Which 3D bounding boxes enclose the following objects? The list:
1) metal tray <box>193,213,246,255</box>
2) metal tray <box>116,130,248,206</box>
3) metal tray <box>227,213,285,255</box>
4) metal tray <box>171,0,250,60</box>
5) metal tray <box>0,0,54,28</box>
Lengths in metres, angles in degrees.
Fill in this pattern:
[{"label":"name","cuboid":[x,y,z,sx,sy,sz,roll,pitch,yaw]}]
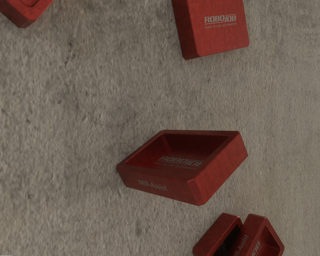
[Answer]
[{"label":"metal tray","cuboid":[0.111,0.215,0.497,0.091,0.030,0.129,-37,113,-34]},{"label":"metal tray","cuboid":[0.021,0.038,0.356,0.091,0.130,0.030,-38,114,-34]},{"label":"metal tray","cuboid":[0.143,0.213,0.485,0.130,0.030,0.090,-50,120,-28]},{"label":"metal tray","cuboid":[0.082,-0.159,0.472,0.131,0.030,0.089,-21,104,-38]},{"label":"metal tray","cuboid":[-0.147,-0.169,0.278,0.130,0.030,0.090,43,64,-32]}]
